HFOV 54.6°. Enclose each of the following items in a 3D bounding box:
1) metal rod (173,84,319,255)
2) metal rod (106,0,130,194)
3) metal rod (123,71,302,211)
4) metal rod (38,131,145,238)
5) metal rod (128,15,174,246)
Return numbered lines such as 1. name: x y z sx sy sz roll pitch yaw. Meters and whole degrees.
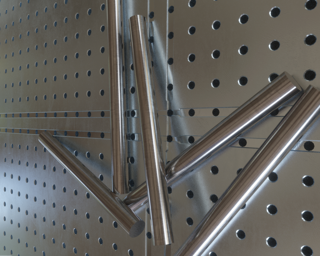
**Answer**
1. metal rod: 0.078 0.084 0.345 0.025 0.025 0.298 46 117 30
2. metal rod: -0.063 -0.053 0.462 0.025 0.025 0.298 -4 88 40
3. metal rod: 0.035 0.039 0.381 0.299 0.025 0.025 -42 65 32
4. metal rod: -0.125 0.073 0.493 0.300 0.025 0.025 30 109 42
5. metal rod: -0.014 -0.009 0.398 0.025 0.025 0.299 -20 71 38
